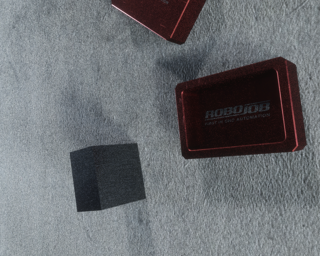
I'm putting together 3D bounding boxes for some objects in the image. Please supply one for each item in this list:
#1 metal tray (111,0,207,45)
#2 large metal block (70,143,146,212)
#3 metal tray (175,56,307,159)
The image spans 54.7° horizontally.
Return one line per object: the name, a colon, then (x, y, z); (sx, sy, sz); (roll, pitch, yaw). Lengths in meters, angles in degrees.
metal tray: (-0.001, -0.178, 0.403); (0.130, 0.030, 0.089); (42, 115, 32)
large metal block: (-0.071, 0.066, 0.428); (0.050, 0.081, 0.080); (-16, 80, 39)
metal tray: (0.080, -0.015, 0.335); (0.130, 0.030, 0.089); (-9, 84, 39)
